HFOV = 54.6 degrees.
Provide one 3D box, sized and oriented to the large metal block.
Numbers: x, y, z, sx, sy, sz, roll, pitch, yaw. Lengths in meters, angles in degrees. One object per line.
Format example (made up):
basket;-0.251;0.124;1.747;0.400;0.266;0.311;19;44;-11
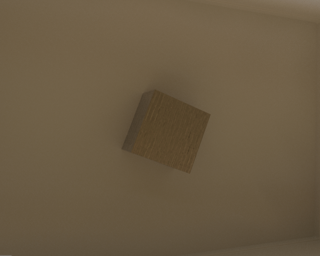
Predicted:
large metal block;0.007;0.005;0.400;0.080;0.050;0.080;22;83;-19
